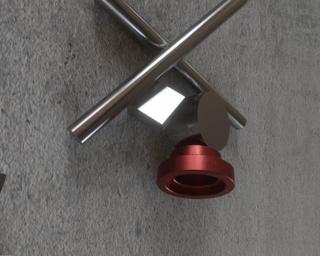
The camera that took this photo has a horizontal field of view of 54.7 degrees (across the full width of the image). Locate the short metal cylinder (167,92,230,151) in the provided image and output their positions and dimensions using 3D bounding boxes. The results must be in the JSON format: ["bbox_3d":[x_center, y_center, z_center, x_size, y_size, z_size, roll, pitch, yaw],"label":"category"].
[{"bbox_3d":[0.053,-0.006,0.426,0.080,0.050,0.080,12,74,-48],"label":"short metal cylinder"}]

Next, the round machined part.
[{"bbox_3d":[0.046,0.056,0.403,0.098,0.098,0.042,31,49,-36],"label":"round machined part"}]

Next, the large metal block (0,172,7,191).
[{"bbox_3d":[-0.180,0.064,0.239,0.080,0.050,0.080,23,76,-38],"label":"large metal block"}]

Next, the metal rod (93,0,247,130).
[{"bbox_3d":[0.034,-0.081,0.434,0.301,0.025,0.025,36,68,-34],"label":"metal rod"}]

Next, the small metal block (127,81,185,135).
[{"bbox_3d":[-0.005,-0.028,0.384,0.050,0.050,0.025,-50,164,-28],"label":"small metal block"}]

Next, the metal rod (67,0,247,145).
[{"bbox_3d":[0.011,-0.087,0.385,0.301,0.025,0.025,-44,117,-21],"label":"metal rod"}]
